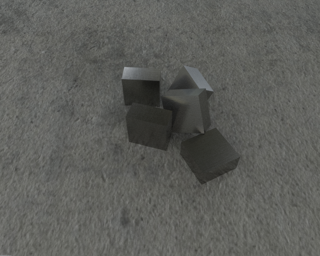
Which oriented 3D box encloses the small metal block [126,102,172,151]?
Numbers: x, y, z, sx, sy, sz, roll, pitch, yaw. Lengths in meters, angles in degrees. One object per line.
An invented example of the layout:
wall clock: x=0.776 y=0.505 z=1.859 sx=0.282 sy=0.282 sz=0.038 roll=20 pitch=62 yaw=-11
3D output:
small metal block: x=-0.013 y=-0.001 z=0.388 sx=0.050 sy=0.050 sz=0.025 roll=13 pitch=52 yaw=10

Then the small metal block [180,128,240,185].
small metal block: x=0.060 y=0.033 z=0.376 sx=0.050 sy=0.025 sz=0.050 roll=-22 pitch=54 yaw=-18

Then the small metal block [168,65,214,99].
small metal block: x=0.040 y=-0.049 z=0.425 sx=0.025 sy=0.050 sz=0.050 roll=5 pitch=43 yaw=-35

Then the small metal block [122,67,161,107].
small metal block: x=-0.025 y=-0.057 z=0.435 sx=0.050 sy=0.050 sz=0.025 roll=3 pitch=50 yaw=2

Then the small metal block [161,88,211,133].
small metal block: x=0.034 y=-0.022 z=0.393 sx=0.050 sy=0.050 sz=0.025 roll=2 pitch=26 yaw=29
